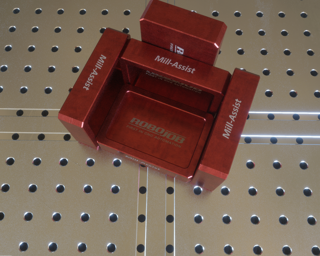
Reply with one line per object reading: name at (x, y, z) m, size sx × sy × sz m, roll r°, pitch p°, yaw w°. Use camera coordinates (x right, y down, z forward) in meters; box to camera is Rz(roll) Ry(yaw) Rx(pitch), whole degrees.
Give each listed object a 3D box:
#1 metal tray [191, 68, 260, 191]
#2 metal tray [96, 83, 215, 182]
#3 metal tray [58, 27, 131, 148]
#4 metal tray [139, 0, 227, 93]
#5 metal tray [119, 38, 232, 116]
metal tray at (0.078, 0.005, 0.375) m, size 0.030 × 0.090 × 0.130 m, roll 21°, pitch 71°, yaw 7°
metal tray at (-0.005, 0.005, 0.407) m, size 0.130 × 0.030 × 0.090 m, roll 21°, pitch 71°, yaw 7°
metal tray at (-0.074, -0.048, 0.394) m, size 0.030 × 0.090 × 0.130 m, roll 21°, pitch 71°, yaw 7°
metal tray at (0.025, -0.093, 0.389) m, size 0.090 × 0.130 × 0.030 m, roll 21°, pitch 72°, yaw 7°
metal tray at (0.017, -0.058, 0.398) m, size 0.130 × 0.090 × 0.030 m, roll 21°, pitch 72°, yaw 7°
